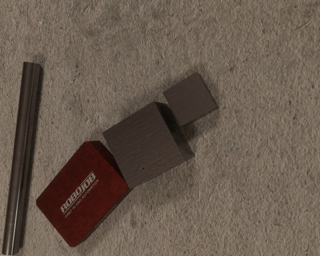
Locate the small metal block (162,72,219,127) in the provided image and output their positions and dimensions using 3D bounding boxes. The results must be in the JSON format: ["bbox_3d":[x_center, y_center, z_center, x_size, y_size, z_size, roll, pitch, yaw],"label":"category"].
[{"bbox_3d":[0.039,-0.035,0.395,0.050,0.025,0.050,-30,81,17],"label":"small metal block"}]

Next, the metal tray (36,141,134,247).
[{"bbox_3d":[-0.107,0.093,0.443,0.090,0.030,0.130,45,103,14],"label":"metal tray"}]

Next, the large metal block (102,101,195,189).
[{"bbox_3d":[-0.014,0.022,0.400,0.080,0.050,0.080,-30,80,17],"label":"large metal block"}]

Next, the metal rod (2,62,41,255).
[{"bbox_3d":[-0.216,0.048,0.483,0.025,0.025,0.298,9,93,19],"label":"metal rod"}]
